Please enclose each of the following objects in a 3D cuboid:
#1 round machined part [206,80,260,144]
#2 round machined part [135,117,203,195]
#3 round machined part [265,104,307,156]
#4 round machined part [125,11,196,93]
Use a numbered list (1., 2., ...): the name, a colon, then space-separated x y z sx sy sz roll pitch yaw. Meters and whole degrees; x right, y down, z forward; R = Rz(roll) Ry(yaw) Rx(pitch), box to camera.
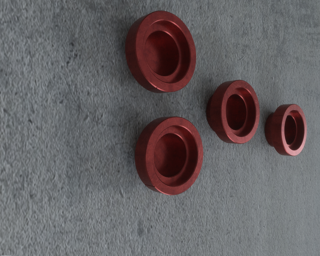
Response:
1. round machined part: 0.111 -0.024 0.486 0.099 0.042 0.097 0 90 -40
2. round machined part: 0.007 0.034 0.400 0.099 0.042 0.097 0 90 -40
3. round machined part: 0.237 0.003 0.592 0.099 0.042 0.097 0 90 -40
4. round machined part: -0.003 -0.092 0.390 0.099 0.042 0.097 0 90 -40
